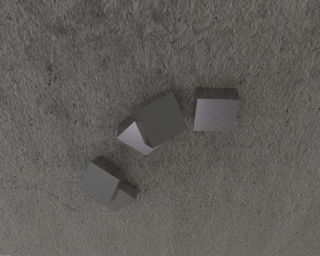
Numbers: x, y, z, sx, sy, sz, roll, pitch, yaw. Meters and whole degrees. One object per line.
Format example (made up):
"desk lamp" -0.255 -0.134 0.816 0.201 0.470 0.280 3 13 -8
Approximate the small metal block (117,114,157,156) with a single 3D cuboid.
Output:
"small metal block" -0.021 0.003 0.410 0.050 0.025 0.050 34 122 -26

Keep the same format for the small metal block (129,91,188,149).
"small metal block" -0.002 -0.011 0.374 0.050 0.025 0.050 -29 110 -17

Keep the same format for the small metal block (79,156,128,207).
"small metal block" -0.083 0.077 0.451 0.050 0.025 0.050 30 113 10

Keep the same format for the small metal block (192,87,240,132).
"small metal block" 0.068 -0.023 0.388 0.050 0.025 0.050 1 130 -2

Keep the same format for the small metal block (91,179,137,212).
"small metal block" -0.072 0.103 0.495 0.050 0.025 0.050 -33 123 25
